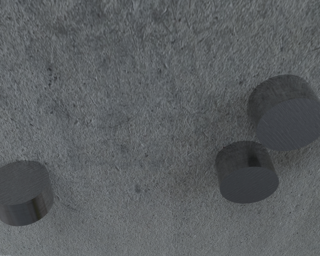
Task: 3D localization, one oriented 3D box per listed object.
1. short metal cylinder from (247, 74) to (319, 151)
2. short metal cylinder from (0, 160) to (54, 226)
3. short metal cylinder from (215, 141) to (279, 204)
[{"bbox_3d":[0.152,-0.018,0.377,0.081,0.050,0.079,0,130,0],"label":"short metal cylinder"},{"bbox_3d":[-0.199,0.093,0.448,0.081,0.080,0.050,3,130,-3],"label":"short metal cylinder"},{"bbox_3d":[0.123,0.064,0.447,0.081,0.050,0.079,0,130,0],"label":"short metal cylinder"}]
